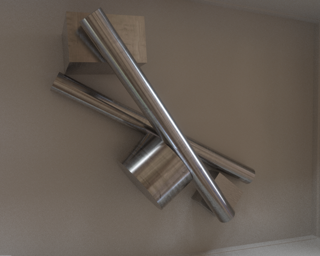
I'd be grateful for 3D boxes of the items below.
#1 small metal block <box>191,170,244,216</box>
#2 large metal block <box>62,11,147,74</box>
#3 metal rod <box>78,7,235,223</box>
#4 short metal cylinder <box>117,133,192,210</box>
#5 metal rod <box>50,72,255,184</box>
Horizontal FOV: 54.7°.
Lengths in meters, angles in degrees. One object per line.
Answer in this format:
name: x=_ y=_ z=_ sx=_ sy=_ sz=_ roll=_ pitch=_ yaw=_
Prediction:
small metal block: x=0.082 y=0.096 z=0.441 sx=0.050 sy=0.025 sz=0.050 roll=40 pitch=77 yaw=-16
large metal block: x=-0.067 y=-0.093 z=0.356 sx=0.081 sy=0.080 sz=0.050 roll=-4 pitch=92 yaw=-20
metal rod: x=0.012 y=0.005 z=0.352 sx=0.025 sy=0.025 sz=0.299 roll=-42 pitch=116 yaw=-15
short metal cylinder: x=-0.007 y=0.053 z=0.377 sx=0.050 sy=0.080 sz=0.080 roll=-42 pitch=104 yaw=-15
metal rod: x=0.004 y=0.008 z=0.412 sx=0.301 sy=0.025 sz=0.025 roll=26 pitch=81 yaw=-19
